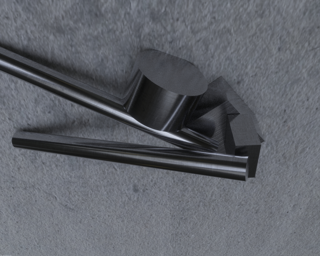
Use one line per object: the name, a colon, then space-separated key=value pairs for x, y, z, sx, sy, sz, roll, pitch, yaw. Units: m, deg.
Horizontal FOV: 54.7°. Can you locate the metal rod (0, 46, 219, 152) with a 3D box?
metal rod: x=-0.076 y=-0.033 z=0.342 sx=0.301 sy=0.025 sz=0.025 roll=23 pitch=127 yaw=-5

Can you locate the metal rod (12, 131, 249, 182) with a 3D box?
metal rod: x=-0.052 y=0.028 z=0.362 sx=0.301 sy=0.025 sz=0.025 roll=5 pitch=134 yaw=23

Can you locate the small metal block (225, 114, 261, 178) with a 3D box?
small metal block: x=0.089 y=0.020 z=0.341 sx=0.025 sy=0.050 sz=0.050 roll=-3 pitch=130 yaw=3

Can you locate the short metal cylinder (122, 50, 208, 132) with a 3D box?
short metal cylinder: x=0.005 y=-0.041 z=0.339 sx=0.081 sy=0.080 sz=0.050 roll=16 pitch=128 yaw=-14

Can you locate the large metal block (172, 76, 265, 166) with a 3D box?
large metal block: x=0.069 y=-0.004 z=0.388 sx=0.080 sy=0.050 sz=0.080 roll=-33 pitch=123 yaw=26
